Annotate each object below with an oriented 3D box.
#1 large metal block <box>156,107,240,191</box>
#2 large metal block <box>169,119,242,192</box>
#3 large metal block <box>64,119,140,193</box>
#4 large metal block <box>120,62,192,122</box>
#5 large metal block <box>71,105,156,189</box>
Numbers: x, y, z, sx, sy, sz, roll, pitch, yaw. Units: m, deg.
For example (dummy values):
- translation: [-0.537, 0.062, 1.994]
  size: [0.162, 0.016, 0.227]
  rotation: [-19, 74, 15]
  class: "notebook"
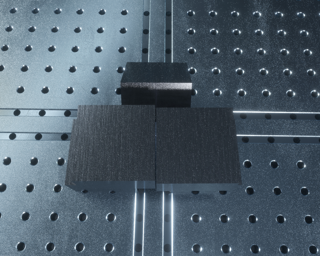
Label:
- translation: [0.036, 0.024, 0.335]
  size: [0.081, 0.050, 0.080]
  rotation: [0, 70, -1]
  class: "large metal block"
- translation: [0.051, 0.036, 0.385]
  size: [0.081, 0.050, 0.080]
  rotation: [-1, 70, -1]
  class: "large metal block"
- translation: [-0.066, 0.036, 0.385]
  size: [0.081, 0.050, 0.080]
  rotation: [1, 70, 0]
  class: "large metal block"
- translation: [-0.004, -0.048, 0.394]
  size: [0.081, 0.050, 0.080]
  rotation: [0, 28, -1]
  class: "large metal block"
- translation: [-0.045, 0.022, 0.334]
  size: [0.081, 0.050, 0.080]
  rotation: [0, 70, -1]
  class: "large metal block"
